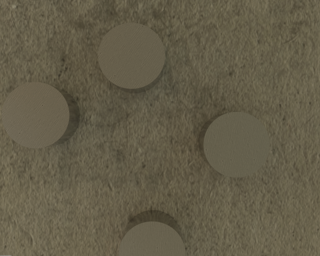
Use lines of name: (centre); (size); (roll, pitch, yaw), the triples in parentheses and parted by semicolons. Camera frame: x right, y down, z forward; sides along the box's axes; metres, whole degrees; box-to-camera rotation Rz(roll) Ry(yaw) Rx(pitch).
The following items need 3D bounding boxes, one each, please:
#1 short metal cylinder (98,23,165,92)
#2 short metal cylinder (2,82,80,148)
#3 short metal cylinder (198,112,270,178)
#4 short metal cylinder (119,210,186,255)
short metal cylinder: (-0.034, -0.087, 0.397); (0.081, 0.050, 0.079); (0, 90, -1)
short metal cylinder: (-0.149, -0.015, 0.396); (0.081, 0.050, 0.079); (0, 90, -1)
short metal cylinder: (0.093, 0.020, 0.399); (0.081, 0.050, 0.079); (0, 90, -1)
short metal cylinder: (-0.010, 0.152, 0.398); (0.081, 0.050, 0.079); (0, 90, -1)
